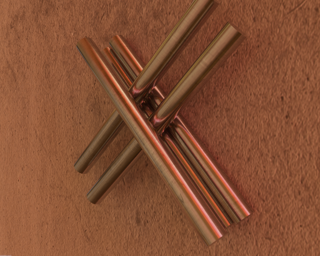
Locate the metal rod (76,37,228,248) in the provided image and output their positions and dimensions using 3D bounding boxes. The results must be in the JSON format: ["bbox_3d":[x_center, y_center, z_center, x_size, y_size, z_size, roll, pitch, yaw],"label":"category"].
[{"bbox_3d":[-0.024,-0.003,0.359,0.025,0.025,0.299,-50,61,28],"label":"metal rod"}]

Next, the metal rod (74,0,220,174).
[{"bbox_3d":[-0.032,-0.040,0.398,0.299,0.025,0.025,-49,61,28],"label":"metal rod"}]

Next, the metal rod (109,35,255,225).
[{"bbox_3d":[0.014,-0.015,0.393,0.025,0.025,0.299,-49,61,28],"label":"metal rod"}]

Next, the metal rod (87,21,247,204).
[{"bbox_3d":[-0.009,0.001,0.379,0.299,0.025,0.025,-49,61,28],"label":"metal rod"}]

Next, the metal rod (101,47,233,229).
[{"bbox_3d":[-0.002,-0.001,0.406,0.025,0.025,0.299,-49,61,28],"label":"metal rod"}]
